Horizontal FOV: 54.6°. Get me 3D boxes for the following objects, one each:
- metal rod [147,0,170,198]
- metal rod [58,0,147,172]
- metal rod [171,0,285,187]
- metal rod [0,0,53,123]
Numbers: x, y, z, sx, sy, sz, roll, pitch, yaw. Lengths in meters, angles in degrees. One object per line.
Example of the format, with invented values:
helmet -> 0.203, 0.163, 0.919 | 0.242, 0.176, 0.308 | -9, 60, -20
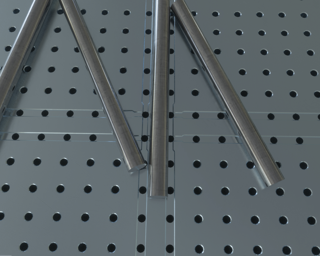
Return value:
metal rod -> 0.001, -0.056, 0.432 | 0.025, 0.025, 0.299 | 1, 70, 0
metal rod -> -0.088, -0.078, 0.439 | 0.025, 0.025, 0.299 | -22, 72, -8
metal rod -> 0.086, -0.061, 0.434 | 0.025, 0.025, 0.299 | -22, 72, -8
metal rod -> -0.210, -0.081, 0.440 | 0.025, 0.025, 0.299 | 12, 70, 4
